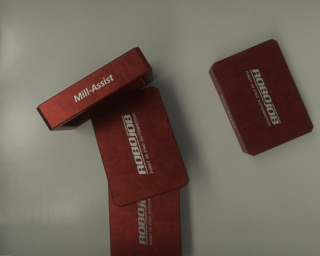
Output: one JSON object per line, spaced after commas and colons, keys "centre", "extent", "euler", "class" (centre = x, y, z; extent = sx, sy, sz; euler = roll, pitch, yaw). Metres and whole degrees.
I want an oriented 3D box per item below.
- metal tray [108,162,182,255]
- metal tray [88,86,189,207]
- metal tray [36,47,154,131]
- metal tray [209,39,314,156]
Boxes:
{"centre": [-0.019, 0.110, 0.409], "extent": [0.091, 0.030, 0.129], "euler": [-2, 90, 0], "class": "metal tray"}
{"centre": [-0.027, 0.022, 0.384], "extent": [0.091, 0.030, 0.129], "euler": [-17, 76, -4], "class": "metal tray"}
{"centre": [-0.072, -0.043, 0.378], "extent": [0.130, 0.090, 0.030], "euler": [-31, 90, 0], "class": "metal tray"}
{"centre": [0.132, -0.039, 0.410], "extent": [0.090, 0.030, 0.129], "euler": [-23, 90, 0], "class": "metal tray"}
